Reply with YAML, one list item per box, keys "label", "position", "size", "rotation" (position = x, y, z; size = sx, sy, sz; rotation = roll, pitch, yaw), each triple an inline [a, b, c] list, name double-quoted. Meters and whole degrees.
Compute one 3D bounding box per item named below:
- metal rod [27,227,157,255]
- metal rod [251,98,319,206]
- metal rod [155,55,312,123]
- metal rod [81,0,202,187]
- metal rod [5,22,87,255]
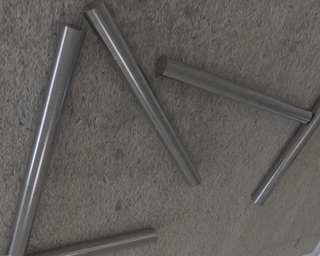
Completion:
- label: "metal rod"
  position: [-0.145, 0.184, 0.441]
  size: [0.303, 0.025, 0.025]
  rotation: [-3, 120, -27]
- label: "metal rod"
  position: [0.254, 0.015, 0.554]
  size: [0.025, 0.025, 0.298]
  rotation: [17, 110, -35]
- label: "metal rod"
  position: [0.124, -0.047, 0.445]
  size: [0.302, 0.025, 0.025]
  rotation: [12, 112, -34]
- label: "metal rod"
  position: [-0.006, -0.018, 0.392]
  size: [0.025, 0.025, 0.299]
  rotation: [-35, 129, -5]
- label: "metal rod"
  position: [-0.136, 0.032, 0.352]
  size: [0.025, 0.025, 0.298]
  rotation: [8, 114, -32]
